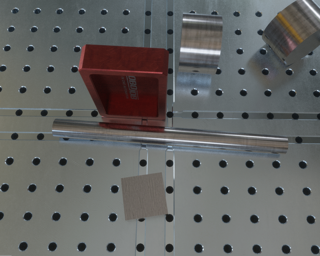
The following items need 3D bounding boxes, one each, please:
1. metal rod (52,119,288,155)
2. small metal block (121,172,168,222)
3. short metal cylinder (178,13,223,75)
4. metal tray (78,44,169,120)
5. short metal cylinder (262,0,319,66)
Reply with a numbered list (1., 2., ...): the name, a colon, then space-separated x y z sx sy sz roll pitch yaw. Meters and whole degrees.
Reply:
1. metal rod: 0.012 0.011 0.407 0.302 0.025 0.025 4 70 1
2. small metal block: -0.019 0.085 0.380 0.050 0.025 0.050 -8 70 -3
3. short metal cylinder: 0.053 -0.114 0.425 0.050 0.080 0.080 5 70 2
4. metal tray: -0.037 -0.049 0.373 0.091 0.130 0.030 3 70 1
5. short metal cylinder: 0.192 -0.133 0.433 0.080 0.080 0.050 -29 73 -10
